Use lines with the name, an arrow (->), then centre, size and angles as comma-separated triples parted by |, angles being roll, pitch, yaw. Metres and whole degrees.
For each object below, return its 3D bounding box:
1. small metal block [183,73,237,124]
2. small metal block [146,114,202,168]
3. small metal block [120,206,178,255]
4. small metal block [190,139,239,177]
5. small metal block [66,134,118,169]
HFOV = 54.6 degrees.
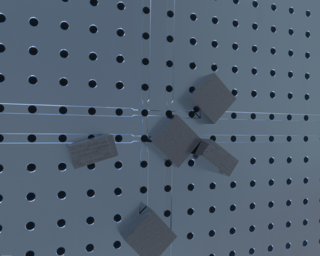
small metal block -> 0.071, -0.041, 0.438 | 0.050, 0.025, 0.050 | 47, 76, -14
small metal block -> 0.019, 0.017, 0.419 | 0.050, 0.025, 0.050 | 45, 76, -15
small metal block -> -0.015, 0.141, 0.407 | 0.050, 0.025, 0.050 | -44, 104, -15
small metal block -> 0.070, 0.039, 0.425 | 0.050, 0.050, 0.025 | 37, 78, -17
small metal block -> -0.082, 0.026, 0.369 | 0.050, 0.050, 0.025 | -17, 96, -19
